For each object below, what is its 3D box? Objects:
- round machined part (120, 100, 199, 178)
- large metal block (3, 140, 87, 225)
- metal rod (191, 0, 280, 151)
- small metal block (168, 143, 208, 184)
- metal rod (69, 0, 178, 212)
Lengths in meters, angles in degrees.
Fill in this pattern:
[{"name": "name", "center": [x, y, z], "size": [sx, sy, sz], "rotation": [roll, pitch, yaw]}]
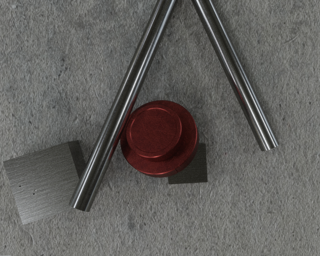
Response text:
[{"name": "round machined part", "center": [-0.003, 0.009, 0.383], "size": [0.098, 0.042, 0.098], "rotation": [-5, 68, 13]}, {"name": "large metal block", "center": [-0.138, 0.066, 0.396], "size": [0.080, 0.050, 0.080], "rotation": [-17, 90, -1]}, {"name": "metal rod", "center": [0.083, -0.110, 0.411], "size": [0.025, 0.025, 0.299], "rotation": [-25, 90, 0]}, {"name": "small metal block", "center": [0.035, 0.046, 0.411], "size": [0.050, 0.025, 0.050], "rotation": [-3, 90, -1]}, {"name": "metal rod", "center": [-0.039, -0.045, 0.383], "size": [0.025, 0.025, 0.299], "rotation": [22, 80, -1]}]
